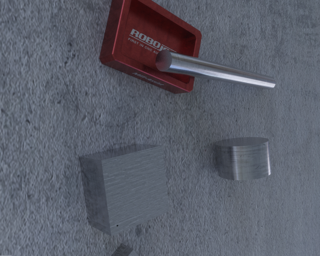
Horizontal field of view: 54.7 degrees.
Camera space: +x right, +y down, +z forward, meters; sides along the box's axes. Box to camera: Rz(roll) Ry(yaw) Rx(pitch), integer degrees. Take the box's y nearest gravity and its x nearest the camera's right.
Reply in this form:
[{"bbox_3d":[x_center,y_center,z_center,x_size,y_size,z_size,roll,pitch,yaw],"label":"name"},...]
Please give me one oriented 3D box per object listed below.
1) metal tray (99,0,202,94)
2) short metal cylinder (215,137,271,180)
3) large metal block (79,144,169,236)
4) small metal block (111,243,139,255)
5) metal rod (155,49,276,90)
[{"bbox_3d":[-0.006,-0.105,0.397,0.131,0.030,0.090,17,79,-39],"label":"metal tray"},{"bbox_3d":[0.128,0.045,0.480,0.081,0.080,0.050,-11,97,-40],"label":"short metal cylinder"},{"bbox_3d":[-0.040,0.065,0.357,0.081,0.050,0.079,-11,97,-40],"label":"large metal block"},{"bbox_3d":[-0.043,0.178,0.371,0.050,0.025,0.050,-46,118,-31],"label":"small metal block"},{"bbox_3d":[0.104,-0.081,0.467,0.302,0.025,0.025,-2,92,-48],"label":"metal rod"}]
